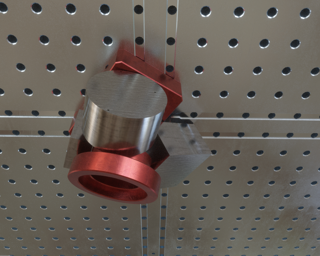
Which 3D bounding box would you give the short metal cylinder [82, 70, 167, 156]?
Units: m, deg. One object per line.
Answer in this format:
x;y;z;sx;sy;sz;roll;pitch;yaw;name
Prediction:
-0.038;-0.017;0.321;0.081;0.080;0.050;10;129;-9;short metal cylinder

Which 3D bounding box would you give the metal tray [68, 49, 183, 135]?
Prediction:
-0.045;-0.023;0.389;0.090;0.030;0.129;28;125;-22;metal tray

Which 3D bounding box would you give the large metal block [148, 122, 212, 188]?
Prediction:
0.006;0.038;0.404;0.081;0.050;0.080;3;139;-45;large metal block

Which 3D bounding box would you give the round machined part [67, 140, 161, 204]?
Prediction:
-0.047;0.048;0.342;0.099;0.042;0.098;9;151;6;round machined part

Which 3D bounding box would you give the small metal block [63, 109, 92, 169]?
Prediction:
-0.092;0.015;0.365;0.025;0.050;0.050;15;128;-13;small metal block
